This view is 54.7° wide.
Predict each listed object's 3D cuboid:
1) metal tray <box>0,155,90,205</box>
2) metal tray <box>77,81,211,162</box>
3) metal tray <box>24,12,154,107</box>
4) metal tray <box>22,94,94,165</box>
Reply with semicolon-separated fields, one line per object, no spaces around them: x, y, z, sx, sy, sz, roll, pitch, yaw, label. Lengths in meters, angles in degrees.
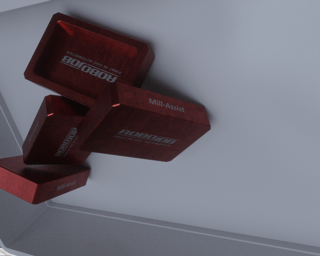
-0.181;0.071;0.478;0.090;0.130;0.030;20;98;16;metal tray
-0.018;0.000;0.361;0.131;0.030;0.090;12;140;-35;metal tray
-0.084;-0.074;0.368;0.130;0.030;0.090;23;85;14;metal tray
-0.131;0.008;0.437;0.129;0.091;0.030;-46;51;41;metal tray
